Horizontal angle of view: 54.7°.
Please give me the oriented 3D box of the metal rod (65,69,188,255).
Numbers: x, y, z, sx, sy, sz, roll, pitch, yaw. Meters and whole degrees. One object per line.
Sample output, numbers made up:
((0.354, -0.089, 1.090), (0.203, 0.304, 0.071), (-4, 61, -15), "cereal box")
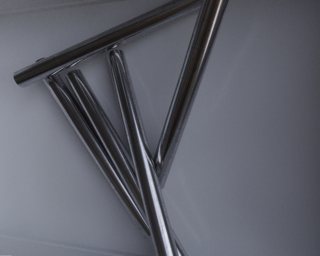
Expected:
((-0.050, 0.045, 0.417), (0.025, 0.025, 0.299), (-36, 75, 16), "metal rod")

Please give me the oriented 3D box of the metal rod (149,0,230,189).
((0.032, -0.049, 0.340), (0.025, 0.025, 0.298), (27, 121, 17), "metal rod")

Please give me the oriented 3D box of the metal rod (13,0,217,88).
((-0.065, -0.120, 0.417), (0.301, 0.025, 0.025), (-20, 84, 12), "metal rod")

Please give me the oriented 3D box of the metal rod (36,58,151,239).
((-0.095, 0.021, 0.442), (0.025, 0.025, 0.299), (-39, 78, 15), "metal rod")

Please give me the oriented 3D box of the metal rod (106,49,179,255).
((-0.023, 0.035, 0.387), (0.025, 0.025, 0.299), (-22, 71, 18), "metal rod")
